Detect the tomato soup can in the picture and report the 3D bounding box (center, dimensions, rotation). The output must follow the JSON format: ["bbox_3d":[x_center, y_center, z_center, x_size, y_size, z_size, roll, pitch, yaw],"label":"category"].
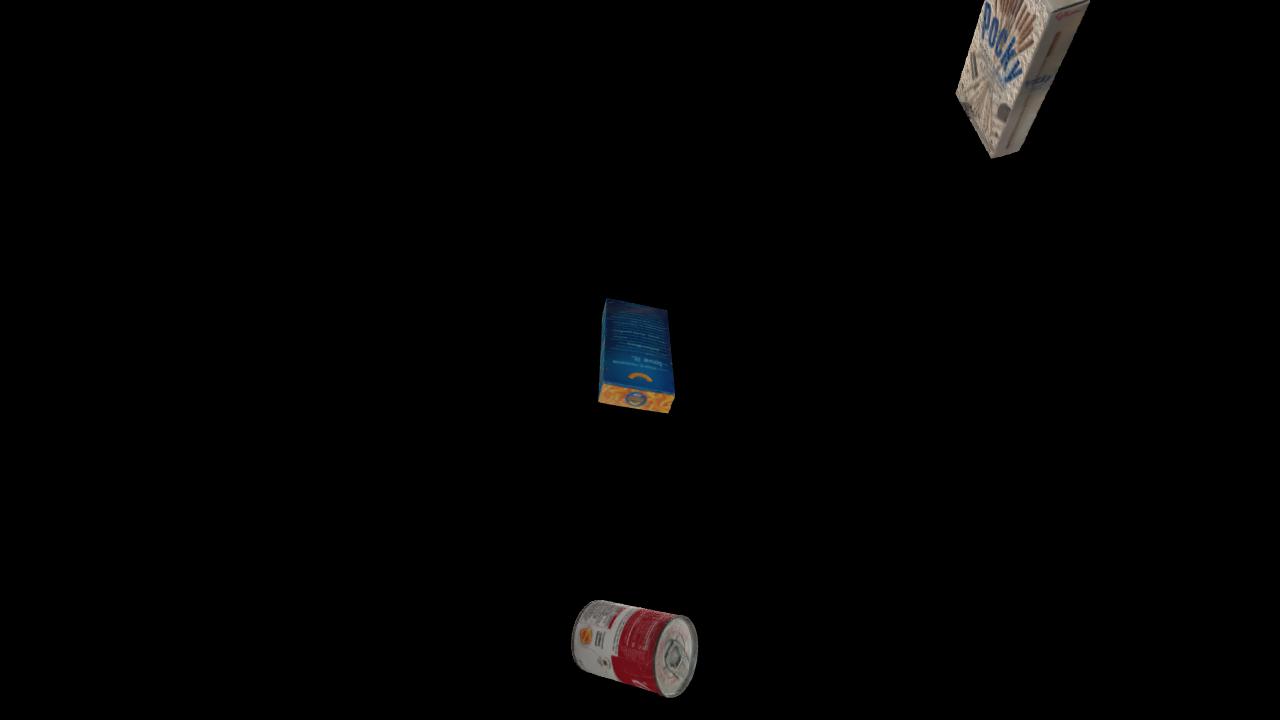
[{"bbox_3d":[-0.007,0.264,0.570,0.101,0.068,0.068,-6,-3,37],"label":"tomato soup can"}]

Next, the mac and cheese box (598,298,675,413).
[{"bbox_3d":[-0.006,-0.010,0.818,0.093,0.041,0.184,11,38,-10],"label":"mac and cheese box"}]

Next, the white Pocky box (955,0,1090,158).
[{"bbox_3d":[0.298,-0.244,0.491,0.028,0.084,0.154,-15,-24,9],"label":"white Pocky box"}]
